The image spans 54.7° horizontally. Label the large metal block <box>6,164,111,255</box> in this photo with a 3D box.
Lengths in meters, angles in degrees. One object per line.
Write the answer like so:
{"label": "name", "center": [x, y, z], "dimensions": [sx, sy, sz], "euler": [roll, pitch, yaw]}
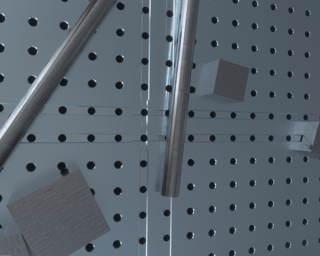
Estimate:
{"label": "large metal block", "center": [-0.115, 0.098, 0.357], "dimensions": [0.081, 0.050, 0.080], "euler": [-27, 99, -18]}

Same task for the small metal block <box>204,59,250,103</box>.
{"label": "small metal block", "center": [0.097, -0.067, 0.448], "dimensions": [0.050, 0.025, 0.050], "euler": [13, 86, -20]}

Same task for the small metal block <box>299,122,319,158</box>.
{"label": "small metal block", "center": [0.264, 0.021, 0.510], "dimensions": [0.050, 0.025, 0.050], "euler": [20, 83, -19]}

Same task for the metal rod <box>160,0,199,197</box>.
{"label": "metal rod", "center": [0.029, -0.058, 0.422], "dimensions": [0.025, 0.025, 0.298], "euler": [7, 88, -20]}

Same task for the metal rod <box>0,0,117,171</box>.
{"label": "metal rod", "center": [-0.133, -0.053, 0.363], "dimensions": [0.025, 0.025, 0.300], "euler": [34, 79, -17]}

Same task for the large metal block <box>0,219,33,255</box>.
{"label": "large metal block", "center": [-0.178, 0.157, 0.334], "dimensions": [0.081, 0.050, 0.080], "euler": [-18, 96, -19]}
